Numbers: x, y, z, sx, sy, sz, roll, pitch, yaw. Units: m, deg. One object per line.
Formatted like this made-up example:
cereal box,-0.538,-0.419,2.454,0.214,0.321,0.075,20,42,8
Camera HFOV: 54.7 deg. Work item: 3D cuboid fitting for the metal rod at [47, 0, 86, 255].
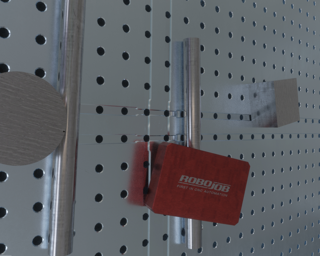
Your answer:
metal rod,-0.097,-0.020,0.327,0.025,0.025,0.298,4,87,-40

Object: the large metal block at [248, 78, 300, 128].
large metal block,0.211,-0.047,0.569,0.081,0.050,0.079,-13,98,-39

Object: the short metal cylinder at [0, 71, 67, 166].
short metal cylinder,-0.134,-0.008,0.281,0.081,0.050,0.079,0,90,-40

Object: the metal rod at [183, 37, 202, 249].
metal rod,0.047,0.022,0.448,0.025,0.025,0.298,-1,91,-40

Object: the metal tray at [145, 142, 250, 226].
metal tray,0.053,0.076,0.421,0.131,0.030,0.090,15,85,-21
